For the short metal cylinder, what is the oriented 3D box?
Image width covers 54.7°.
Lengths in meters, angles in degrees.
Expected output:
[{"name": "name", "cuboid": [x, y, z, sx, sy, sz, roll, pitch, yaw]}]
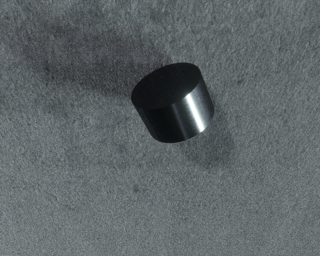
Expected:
[{"name": "short metal cylinder", "cuboid": [0.015, -0.029, 0.347, 0.080, 0.080, 0.050, -17, 128, 14]}]
